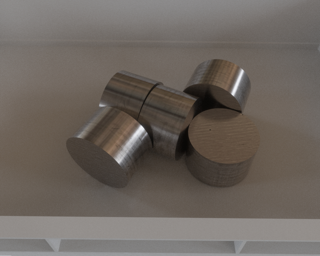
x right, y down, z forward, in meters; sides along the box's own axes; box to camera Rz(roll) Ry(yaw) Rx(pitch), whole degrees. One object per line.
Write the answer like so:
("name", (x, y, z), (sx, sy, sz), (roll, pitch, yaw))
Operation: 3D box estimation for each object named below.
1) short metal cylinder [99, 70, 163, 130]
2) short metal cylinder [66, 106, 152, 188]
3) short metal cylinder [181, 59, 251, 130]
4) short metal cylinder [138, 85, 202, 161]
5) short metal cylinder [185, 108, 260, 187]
("short metal cylinder", (-0.034, -0.027, 0.389), (0.050, 0.080, 0.080), (20, 53, 16))
("short metal cylinder", (-0.056, 0.022, 0.348), (0.080, 0.080, 0.050), (23, 54, 18))
("short metal cylinder", (0.072, -0.042, 0.403), (0.080, 0.080, 0.050), (18, 52, 14))
("short metal cylinder", (0.012, -0.007, 0.374), (0.050, 0.080, 0.080), (21, 53, 16))
("short metal cylinder", (0.072, 0.023, 0.368), (0.081, 0.050, 0.080), (0, 50, 0))
